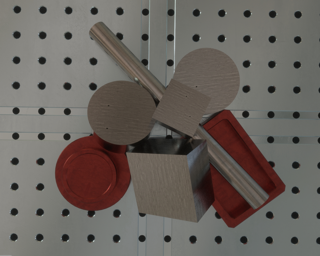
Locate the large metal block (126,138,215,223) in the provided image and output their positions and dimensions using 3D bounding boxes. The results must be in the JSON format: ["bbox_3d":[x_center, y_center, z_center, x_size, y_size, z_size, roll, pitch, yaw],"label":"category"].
[{"bbox_3d":[0.014,0.059,0.371,0.080,0.050,0.079,-1,107,33],"label":"large metal block"}]

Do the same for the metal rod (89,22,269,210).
[{"bbox_3d":[0.017,-0.022,0.385,0.025,0.025,0.300,-43,81,0],"label":"metal rod"}]

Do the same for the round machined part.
[{"bbox_3d":[-0.087,0.059,0.400,0.099,0.042,0.097,0,90,0],"label":"round machined part"}]

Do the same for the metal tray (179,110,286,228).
[{"bbox_3d":[0.088,0.052,0.408,0.090,0.030,0.130,-36,90,0],"label":"metal tray"}]

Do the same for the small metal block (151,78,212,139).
[{"bbox_3d":[0.024,-0.021,0.357,0.050,0.025,0.050,26,82,0],"label":"small metal block"}]

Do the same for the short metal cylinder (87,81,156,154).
[{"bbox_3d":[-0.047,-0.012,0.386,0.081,0.050,0.080,2,73,-8],"label":"short metal cylinder"}]

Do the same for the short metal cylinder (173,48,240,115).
[{"bbox_3d":[0.056,-0.057,0.398,0.081,0.050,0.079,0,90,0],"label":"short metal cylinder"}]
